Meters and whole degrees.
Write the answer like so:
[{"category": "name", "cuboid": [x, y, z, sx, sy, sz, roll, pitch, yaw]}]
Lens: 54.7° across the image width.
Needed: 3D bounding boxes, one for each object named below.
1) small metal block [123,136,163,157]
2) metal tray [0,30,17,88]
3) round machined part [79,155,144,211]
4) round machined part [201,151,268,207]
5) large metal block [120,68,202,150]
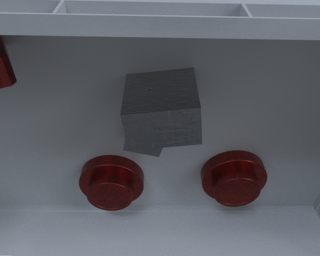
[{"category": "small metal block", "cuboid": [-0.019, 0.009, 0.416, 0.050, 0.025, 0.050, 12, 129, -11]}, {"category": "metal tray", "cuboid": [-0.209, -0.057, 0.282, 0.131, 0.090, 0.030, -19, 133, -20]}, {"category": "round machined part", "cuboid": [-0.074, 0.090, 0.474, 0.099, 0.042, 0.097, -1, 130, 0]}, {"category": "round machined part", "cuboid": [0.114, 0.083, 0.470, 0.099, 0.042, 0.097, -1, 130, 0]}, {"category": "large metal block", "cuboid": [0.003, -0.023, 0.353, 0.080, 0.080, 0.050, -5, 130, 4]}]
